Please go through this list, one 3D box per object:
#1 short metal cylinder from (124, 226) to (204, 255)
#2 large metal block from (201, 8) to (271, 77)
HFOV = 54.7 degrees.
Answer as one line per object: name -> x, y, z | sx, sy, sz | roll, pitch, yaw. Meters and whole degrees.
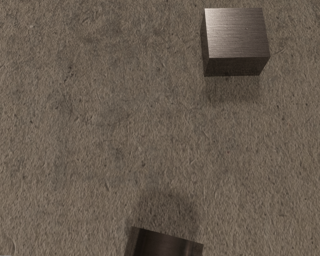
short metal cylinder -> 0.002, 0.139, 0.328 | 0.080, 0.080, 0.050 | 13, 71, 4
large metal block -> 0.103, -0.121, 0.440 | 0.081, 0.050, 0.080 | -1, 70, -1
